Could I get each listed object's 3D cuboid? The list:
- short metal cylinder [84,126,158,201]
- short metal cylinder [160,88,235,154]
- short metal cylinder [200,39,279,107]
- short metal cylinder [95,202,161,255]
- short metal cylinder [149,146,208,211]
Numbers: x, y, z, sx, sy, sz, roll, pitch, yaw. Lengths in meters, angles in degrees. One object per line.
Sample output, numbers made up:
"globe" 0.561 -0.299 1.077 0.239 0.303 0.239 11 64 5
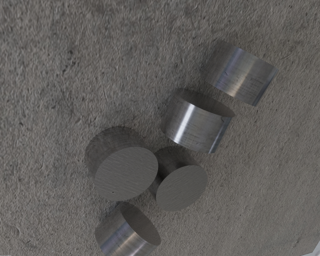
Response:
"short metal cylinder" -0.049 0.045 0.391 0.081 0.050 0.079 -14 124 -21
"short metal cylinder" 0.046 -0.011 0.390 0.081 0.080 0.050 9 114 -32
"short metal cylinder" 0.097 -0.068 0.382 0.081 0.080 0.050 16 110 -35
"short metal cylinder" -0.045 0.152 0.441 0.050 0.080 0.080 -46 129 4
"short metal cylinder" 0.021 0.072 0.447 0.081 0.050 0.079 -14 124 -21
